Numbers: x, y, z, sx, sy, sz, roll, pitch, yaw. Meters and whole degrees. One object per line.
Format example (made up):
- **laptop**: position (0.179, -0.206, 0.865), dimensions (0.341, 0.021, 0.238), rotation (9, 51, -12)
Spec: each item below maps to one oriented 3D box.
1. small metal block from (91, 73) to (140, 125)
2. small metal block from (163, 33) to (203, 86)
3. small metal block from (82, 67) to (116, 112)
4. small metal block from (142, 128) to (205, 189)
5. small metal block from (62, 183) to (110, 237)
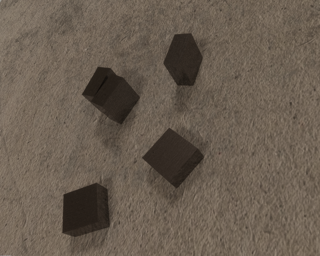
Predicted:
- **small metal block**: position (-0.063, -0.041, 0.444), dimensions (0.025, 0.050, 0.050), rotation (24, 75, 36)
- **small metal block**: position (0.033, -0.093, 0.427), dimensions (0.025, 0.050, 0.050), rotation (6, 65, 31)
- **small metal block**: position (-0.081, -0.055, 0.462), dimensions (0.025, 0.050, 0.050), rotation (13, 68, 33)
- **small metal block**: position (0.016, 0.036, 0.373), dimensions (0.050, 0.025, 0.050), rotation (-48, 52, -6)
- **small metal block**: position (-0.093, 0.103, 0.388), dimensions (0.050, 0.025, 0.050), rotation (-21, 54, 15)
